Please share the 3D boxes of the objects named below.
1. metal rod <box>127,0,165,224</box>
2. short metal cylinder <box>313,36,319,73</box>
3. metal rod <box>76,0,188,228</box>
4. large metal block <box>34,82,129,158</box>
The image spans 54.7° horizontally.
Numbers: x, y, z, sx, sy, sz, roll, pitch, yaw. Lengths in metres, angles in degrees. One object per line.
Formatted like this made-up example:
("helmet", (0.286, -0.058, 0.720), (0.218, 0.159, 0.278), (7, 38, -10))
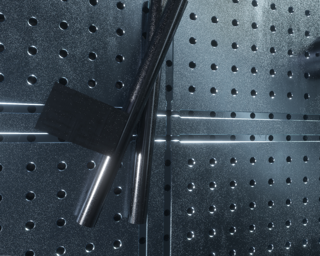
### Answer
("metal rod", (-0.015, -0.027, 0.406), (0.025, 0.025, 0.298), (6, 88, -20))
("short metal cylinder", (0.303, -0.124, 0.511), (0.081, 0.050, 0.079), (0, 90, -20))
("metal rod", (-0.034, -0.022, 0.381), (0.025, 0.025, 0.299), (23, 89, -19))
("large metal block", (-0.090, -0.008, 0.350), (0.080, 0.080, 0.050), (24, 82, -19))
